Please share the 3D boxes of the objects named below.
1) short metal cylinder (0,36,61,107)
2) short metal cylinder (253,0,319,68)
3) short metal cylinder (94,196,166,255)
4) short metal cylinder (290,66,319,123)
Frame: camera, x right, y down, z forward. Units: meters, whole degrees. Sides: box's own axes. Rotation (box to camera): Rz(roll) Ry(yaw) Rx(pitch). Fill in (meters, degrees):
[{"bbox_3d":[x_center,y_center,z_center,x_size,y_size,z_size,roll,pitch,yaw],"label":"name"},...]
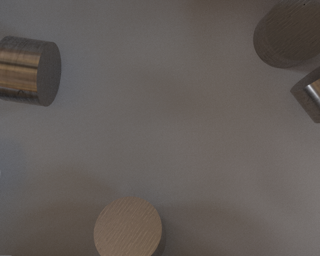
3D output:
[{"bbox_3d":[-0.161,-0.069,0.382,0.050,0.080,0.080,8,90,0],"label":"short metal cylinder"},{"bbox_3d":[0.168,-0.122,0.401,0.081,0.050,0.079,0,90,-1],"label":"short metal cylinder"},{"bbox_3d":[-0.035,0.131,0.381,0.080,0.050,0.080,-3,59,6],"label":"short metal cylinder"},{"bbox_3d":[0.214,-0.050,0.387,0.080,0.080,0.050,-38,91,0],"label":"short metal cylinder"}]
